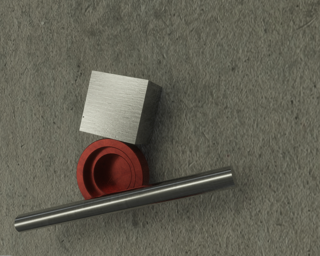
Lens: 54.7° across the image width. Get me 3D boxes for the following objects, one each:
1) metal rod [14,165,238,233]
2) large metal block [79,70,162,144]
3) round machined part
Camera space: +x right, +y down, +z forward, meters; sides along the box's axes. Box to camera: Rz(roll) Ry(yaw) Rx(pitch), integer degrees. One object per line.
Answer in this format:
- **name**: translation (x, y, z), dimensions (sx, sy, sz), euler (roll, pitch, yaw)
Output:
- **metal rod**: translation (-0.056, 0.093, 0.384), dimensions (0.301, 0.025, 0.025), euler (-16, 85, 19)
- **large metal block**: translation (-0.051, -0.026, 0.412), dimensions (0.080, 0.050, 0.080), euler (13, 92, 19)
- **round machined part**: translation (-0.060, 0.062, 0.421), dimensions (0.098, 0.042, 0.097), euler (0, 90, 20)
